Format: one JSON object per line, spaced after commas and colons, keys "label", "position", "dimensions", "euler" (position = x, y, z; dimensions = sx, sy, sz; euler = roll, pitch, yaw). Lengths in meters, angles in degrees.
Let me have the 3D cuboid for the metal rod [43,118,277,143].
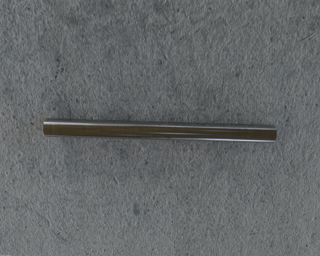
{"label": "metal rod", "position": [0.001, 0.004, 0.412], "dimensions": [0.302, 0.025, 0.025], "euler": [2, 110, -1]}
